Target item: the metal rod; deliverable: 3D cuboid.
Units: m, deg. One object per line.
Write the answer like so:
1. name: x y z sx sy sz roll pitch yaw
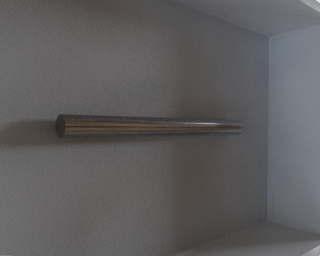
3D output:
1. metal rod: 0.013 -0.001 0.417 0.302 0.025 0.025 0 90 -40
